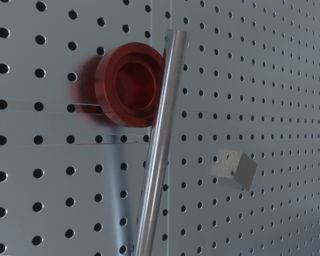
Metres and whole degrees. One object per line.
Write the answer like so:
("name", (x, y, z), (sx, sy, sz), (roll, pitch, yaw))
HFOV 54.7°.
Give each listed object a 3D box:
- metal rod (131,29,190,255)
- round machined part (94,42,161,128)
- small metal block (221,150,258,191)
("metal rod", (-0.004, 0.039, 0.364), (0.025, 0.025, 0.298), (1, 102, -40))
("round machined part", (-0.035, -0.049, 0.369), (0.099, 0.042, 0.097), (0, 90, -40))
("small metal block", (0.135, 0.072, 0.523), (0.050, 0.025, 0.050), (39, 66, -33))
